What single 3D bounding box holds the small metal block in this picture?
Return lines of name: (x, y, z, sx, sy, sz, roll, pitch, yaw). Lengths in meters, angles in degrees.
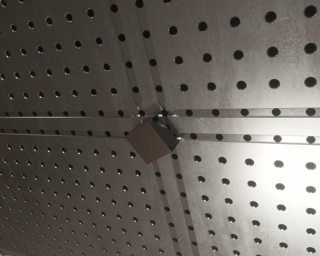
small metal block: (-0.011, 0.016, 0.426, 0.050, 0.025, 0.050, -31, 102, 37)
